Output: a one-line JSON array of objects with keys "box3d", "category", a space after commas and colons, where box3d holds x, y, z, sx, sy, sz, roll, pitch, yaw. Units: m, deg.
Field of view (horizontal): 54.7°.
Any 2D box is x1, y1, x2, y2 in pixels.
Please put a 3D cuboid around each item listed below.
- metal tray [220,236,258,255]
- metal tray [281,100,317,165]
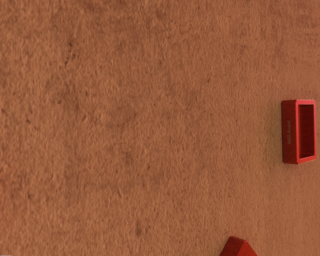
[{"box3d": [0.139, 0.258, 0.522, 0.090, 0.030, 0.130, -51, 120, -28], "category": "metal tray"}, {"box3d": [0.294, 0.006, 0.652, 0.091, 0.030, 0.129, -4, 93, -40], "category": "metal tray"}]
